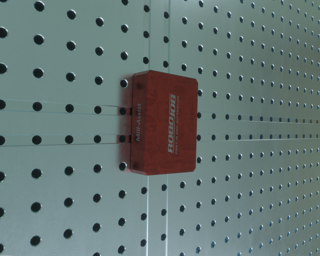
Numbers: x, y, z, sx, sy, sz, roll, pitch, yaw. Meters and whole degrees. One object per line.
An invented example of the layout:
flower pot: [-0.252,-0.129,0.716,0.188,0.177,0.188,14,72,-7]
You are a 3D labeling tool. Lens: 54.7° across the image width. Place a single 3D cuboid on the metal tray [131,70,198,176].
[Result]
metal tray: [0.008,-0.005,0.414,0.091,0.030,0.129,3,88,-40]
